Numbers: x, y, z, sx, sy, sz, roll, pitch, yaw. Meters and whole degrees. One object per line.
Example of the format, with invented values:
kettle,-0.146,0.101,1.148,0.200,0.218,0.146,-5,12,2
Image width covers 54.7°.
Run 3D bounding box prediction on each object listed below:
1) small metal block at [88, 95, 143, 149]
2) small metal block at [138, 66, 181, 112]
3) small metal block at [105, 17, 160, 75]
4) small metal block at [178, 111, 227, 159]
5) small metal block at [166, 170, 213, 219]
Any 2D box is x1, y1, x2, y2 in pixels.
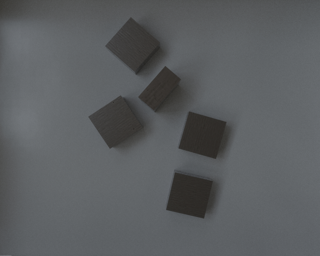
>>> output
small metal block,-0.057,-0.008,0.411,0.050,0.025,0.050,-34,90,0
small metal block,0.000,-0.048,0.399,0.025,0.050,0.050,41,90,0
small metal block,-0.035,-0.108,0.411,0.050,0.025,0.050,41,90,0
small metal block,0.055,0.009,0.412,0.050,0.025,0.050,16,90,0
small metal block,0.038,0.087,0.412,0.050,0.025,0.050,13,90,0
